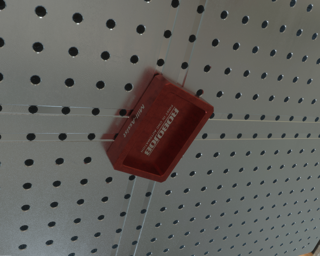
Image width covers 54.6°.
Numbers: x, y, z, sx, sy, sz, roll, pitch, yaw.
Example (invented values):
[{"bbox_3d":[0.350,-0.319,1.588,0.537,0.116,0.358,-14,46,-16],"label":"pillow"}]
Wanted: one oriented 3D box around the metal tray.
[{"bbox_3d":[0.001,0.005,0.411,0.090,0.030,0.129,24,106,-37],"label":"metal tray"}]
